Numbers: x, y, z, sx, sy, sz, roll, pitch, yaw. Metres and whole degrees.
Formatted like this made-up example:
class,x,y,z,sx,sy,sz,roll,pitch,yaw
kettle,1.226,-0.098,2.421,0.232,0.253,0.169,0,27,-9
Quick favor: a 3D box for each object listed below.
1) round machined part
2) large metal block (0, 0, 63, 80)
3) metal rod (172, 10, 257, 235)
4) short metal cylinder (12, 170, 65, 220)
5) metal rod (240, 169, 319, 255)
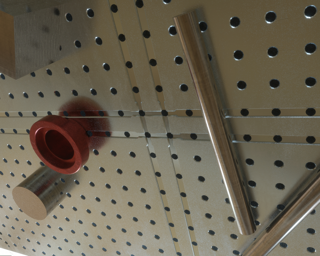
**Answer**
class,x,y,z,sx,sy,sz,roll,pitch,yaw
round machined part,-0.153,0.022,0.492,0.098,0.042,0.097,13,124,20
large metal block,-0.172,-0.119,0.390,0.050,0.080,0.079,27,128,11
metal rod,0.073,0.011,0.378,0.025,0.025,0.298,-7,115,31
short metal cylinder,-0.232,0.129,0.594,0.080,0.050,0.079,13,124,20
metal rod,0.164,0.118,0.397,0.025,0.025,0.298,29,128,9
